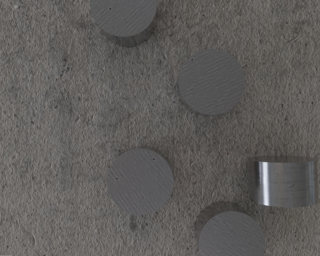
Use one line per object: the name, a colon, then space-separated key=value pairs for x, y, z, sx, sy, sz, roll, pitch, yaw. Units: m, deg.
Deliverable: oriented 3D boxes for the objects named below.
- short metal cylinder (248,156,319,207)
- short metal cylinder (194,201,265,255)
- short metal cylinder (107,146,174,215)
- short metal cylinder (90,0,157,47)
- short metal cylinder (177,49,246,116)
short metal cylinder: x=0.151 y=0.063 z=0.383 sx=0.081 sy=0.080 sz=0.050 roll=-2 pitch=90 yaw=0
short metal cylinder: x=0.087 y=0.140 z=0.398 sx=0.081 sy=0.050 sz=0.080 roll=0 pitch=90 yaw=0
short metal cylinder: x=-0.024 y=0.064 z=0.397 sx=0.081 sy=0.050 sz=0.080 roll=0 pitch=90 yaw=0
short metal cylinder: x=-0.044 y=-0.150 z=0.397 sx=0.081 sy=0.050 sz=0.080 roll=0 pitch=90 yaw=0
short metal cylinder: x=0.063 y=-0.056 z=0.398 sx=0.081 sy=0.050 sz=0.080 roll=0 pitch=90 yaw=0
